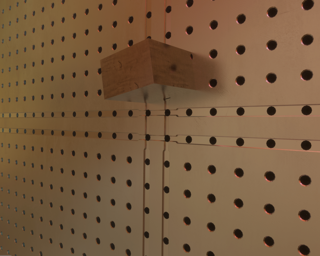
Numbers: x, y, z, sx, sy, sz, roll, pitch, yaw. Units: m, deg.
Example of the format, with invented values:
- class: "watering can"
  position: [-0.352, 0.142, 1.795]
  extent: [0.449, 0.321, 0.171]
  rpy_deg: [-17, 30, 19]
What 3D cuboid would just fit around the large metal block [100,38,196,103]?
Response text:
- class: "large metal block"
  position: [-0.014, -0.065, 0.383]
  extent: [0.080, 0.081, 0.050]
  rpy_deg: [-12, 83, 39]
